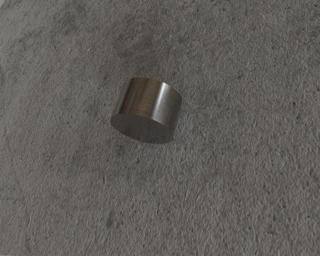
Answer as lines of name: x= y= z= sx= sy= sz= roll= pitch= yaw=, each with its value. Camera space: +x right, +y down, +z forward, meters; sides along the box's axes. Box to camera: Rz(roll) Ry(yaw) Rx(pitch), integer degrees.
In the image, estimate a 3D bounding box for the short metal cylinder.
short metal cylinder: x=-0.016 y=-0.020 z=0.390 sx=0.080 sy=0.080 sz=0.050 roll=2 pitch=63 yaw=29
